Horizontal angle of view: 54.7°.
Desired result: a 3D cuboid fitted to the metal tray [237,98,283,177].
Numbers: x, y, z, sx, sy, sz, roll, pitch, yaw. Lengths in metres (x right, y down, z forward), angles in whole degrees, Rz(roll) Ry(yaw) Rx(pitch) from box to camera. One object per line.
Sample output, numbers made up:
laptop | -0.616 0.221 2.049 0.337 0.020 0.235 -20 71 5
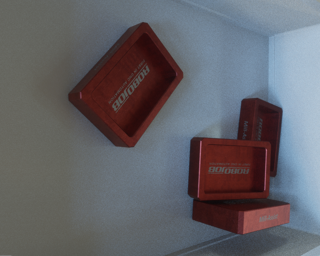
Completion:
metal tray | 0.178 0.019 0.556 0.091 0.030 0.129 13 82 -40

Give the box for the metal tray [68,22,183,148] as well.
metal tray | -0.034 -0.052 0.375 0.090 0.030 0.130 49 61 -29

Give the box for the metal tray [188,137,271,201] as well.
metal tray | 0.109 0.062 0.474 0.131 0.030 0.089 4 87 -24

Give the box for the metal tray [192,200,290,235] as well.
metal tray | 0.125 0.127 0.471 0.131 0.090 0.030 6 87 -40
